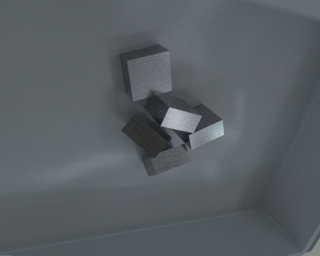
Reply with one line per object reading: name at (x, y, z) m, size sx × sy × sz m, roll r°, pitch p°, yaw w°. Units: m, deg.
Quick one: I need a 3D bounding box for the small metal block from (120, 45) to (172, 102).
small metal block at (-0.015, -0.064, 0.360) m, size 0.050 × 0.025 × 0.050 m, roll -18°, pitch 126°, yaw -18°

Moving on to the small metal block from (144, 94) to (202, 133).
small metal block at (0.016, -0.020, 0.388) m, size 0.050 × 0.050 × 0.025 m, roll 12°, pitch 112°, yaw -34°

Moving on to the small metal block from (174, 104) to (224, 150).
small metal block at (0.050, -0.003, 0.418) m, size 0.050 × 0.050 × 0.025 m, roll -24°, pitch 127°, yaw -14°

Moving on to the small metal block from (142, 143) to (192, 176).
small metal block at (0.008, 0.044, 0.422) m, size 0.050 × 0.050 × 0.025 m, roll -19°, pitch 84°, yaw -18°

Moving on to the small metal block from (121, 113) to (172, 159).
small metal block at (-0.014, 0.008, 0.376) m, size 0.050 × 0.050 × 0.025 m, roll 40°, pitch 97°, yaw 2°
